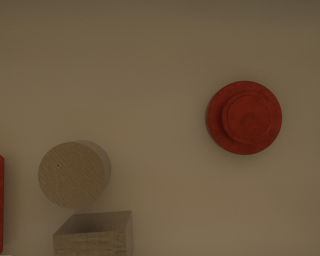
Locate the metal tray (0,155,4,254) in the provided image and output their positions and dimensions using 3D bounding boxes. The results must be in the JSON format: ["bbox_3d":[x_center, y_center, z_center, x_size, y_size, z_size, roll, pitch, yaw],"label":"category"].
[{"bbox_3d":[-0.246,0.098,0.382,0.091,0.030,0.129,1,90,-35],"label":"metal tray"}]

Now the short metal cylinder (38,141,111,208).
[{"bbox_3d":[-0.107,0.057,0.398,0.081,0.050,0.079,0,90,-1],"label":"short metal cylinder"}]

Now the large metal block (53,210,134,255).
[{"bbox_3d":[-0.077,0.141,0.383,0.081,0.080,0.050,-4,90,-1],"label":"large metal block"}]

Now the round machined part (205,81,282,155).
[{"bbox_3d":[0.111,-0.013,0.404,0.099,0.042,0.097,0,90,-1],"label":"round machined part"}]
